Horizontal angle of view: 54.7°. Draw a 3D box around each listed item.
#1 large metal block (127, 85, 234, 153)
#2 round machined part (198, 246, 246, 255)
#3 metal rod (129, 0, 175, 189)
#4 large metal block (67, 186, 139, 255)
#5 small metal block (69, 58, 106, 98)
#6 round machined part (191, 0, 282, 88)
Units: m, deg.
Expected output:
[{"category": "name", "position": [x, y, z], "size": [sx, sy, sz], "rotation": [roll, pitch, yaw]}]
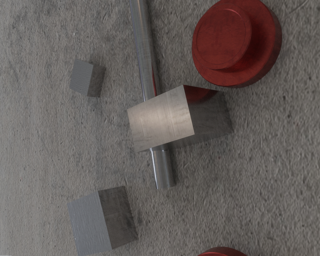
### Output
[{"category": "large metal block", "position": [0.024, -0.008, 0.350], "size": [0.080, 0.081, 0.050], "rotation": [-20, 78, 38]}, {"category": "round machined part", "position": [0.077, 0.176, 0.331], "size": [0.098, 0.042, 0.097], "rotation": [0, 90, 40]}, {"category": "metal rod", "position": [-0.015, -0.070, 0.416], "size": [0.025, 0.025, 0.298], "rotation": [-14, 81, 39]}, {"category": "large metal block", "position": [-0.087, 0.138, 0.460], "size": [0.080, 0.050, 0.080], "rotation": [-27, 73, 36]}, {"category": "small metal block", "position": [-0.118, -0.081, 0.503], "size": [0.050, 0.025, 0.050], "rotation": [25, 106, 37]}, {"category": "round machined part", "position": [0.074, -0.093, 0.333], "size": [0.098, 0.042, 0.097], "rotation": [0, 90, 40]}]
